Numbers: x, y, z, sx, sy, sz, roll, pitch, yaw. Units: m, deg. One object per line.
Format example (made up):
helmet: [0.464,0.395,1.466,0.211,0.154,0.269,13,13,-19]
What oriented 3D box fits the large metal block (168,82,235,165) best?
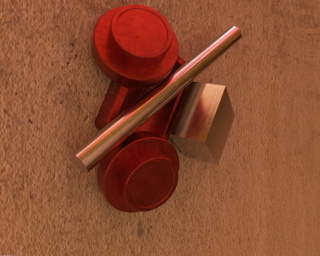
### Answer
large metal block: [0.060,-0.005,0.421,0.080,0.050,0.080,-67,151,-19]

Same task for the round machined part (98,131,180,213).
round machined part: [-0.018,0.056,0.358,0.099,0.042,0.097,-13,117,-27]

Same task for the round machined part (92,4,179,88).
round machined part: [-0.024,-0.098,0.348,0.099,0.042,0.098,6,69,-16]

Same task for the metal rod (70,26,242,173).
metal rod: [0.015,-0.052,0.380,0.302,0.025,0.025,-43,116,-32]

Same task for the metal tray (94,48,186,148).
metal tray: [-0.016,-0.042,0.389,0.090,0.030,0.130,31,71,-36]
